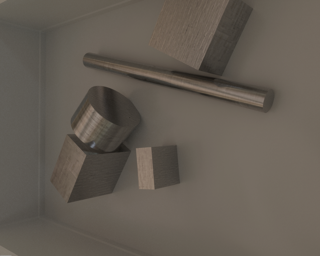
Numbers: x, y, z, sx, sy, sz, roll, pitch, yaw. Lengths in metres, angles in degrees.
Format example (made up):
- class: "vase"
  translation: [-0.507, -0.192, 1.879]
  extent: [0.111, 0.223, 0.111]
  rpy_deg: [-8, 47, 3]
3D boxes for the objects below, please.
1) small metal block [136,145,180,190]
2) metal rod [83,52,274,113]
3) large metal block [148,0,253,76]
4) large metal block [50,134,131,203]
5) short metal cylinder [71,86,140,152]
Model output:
- class: "small metal block"
  translation: [-0.002, 0.048, 0.390]
  extent: [0.025, 0.050, 0.050]
  rpy_deg: [-8, 85, 39]
- class: "metal rod"
  translation: [-0.001, -0.068, 0.406]
  extent: [0.300, 0.025, 0.025]
  rpy_deg: [20, 103, 38]
- class: "large metal block"
  translation: [0.044, -0.114, 0.353]
  extent: [0.080, 0.050, 0.079]
  rpy_deg: [35, 112, 34]
- class: "large metal block"
  translation: [-0.101, 0.055, 0.451]
  extent: [0.050, 0.081, 0.079]
  rpy_deg: [39, 114, 33]
- class: "short metal cylinder"
  translation: [-0.075, -0.013, 0.431]
  extent: [0.050, 0.081, 0.080]
  rpy_deg: [-50, 61, 28]
